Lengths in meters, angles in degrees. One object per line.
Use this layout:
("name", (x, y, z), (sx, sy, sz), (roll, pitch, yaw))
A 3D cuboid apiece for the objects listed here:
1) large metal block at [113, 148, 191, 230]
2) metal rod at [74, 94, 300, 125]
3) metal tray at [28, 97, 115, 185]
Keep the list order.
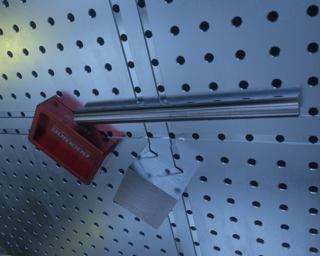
("large metal block", (-0.013, 0.091, 0.458), (0.080, 0.050, 0.079), (32, 129, 7))
("metal rod", (0.012, -0.020, 0.392), (0.300, 0.025, 0.025), (-1, 118, 28))
("metal tray", (-0.145, 0.023, 0.498), (0.130, 0.030, 0.089), (37, 129, 3))
